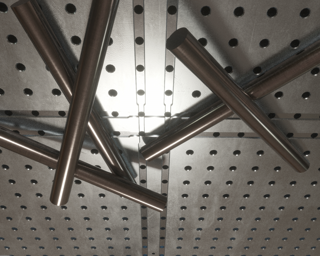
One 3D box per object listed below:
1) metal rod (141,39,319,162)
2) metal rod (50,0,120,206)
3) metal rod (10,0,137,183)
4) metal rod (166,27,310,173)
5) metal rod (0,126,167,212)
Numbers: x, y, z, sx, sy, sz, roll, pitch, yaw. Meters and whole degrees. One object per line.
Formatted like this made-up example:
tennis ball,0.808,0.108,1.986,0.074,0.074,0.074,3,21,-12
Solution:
metal rod,0.098,-0.035,0.383,0.300,0.025,0.025,-32,124,23
metal rod,-0.091,-0.025,0.357,0.025,0.025,0.298,15,119,-13
metal rod,-0.091,-0.015,0.397,0.025,0.025,0.299,-13,129,11
metal rod,0.113,-0.013,0.371,0.025,0.025,0.301,-34,132,25
metal rod,-0.128,0.051,0.430,0.301,0.025,0.025,26,126,-13
